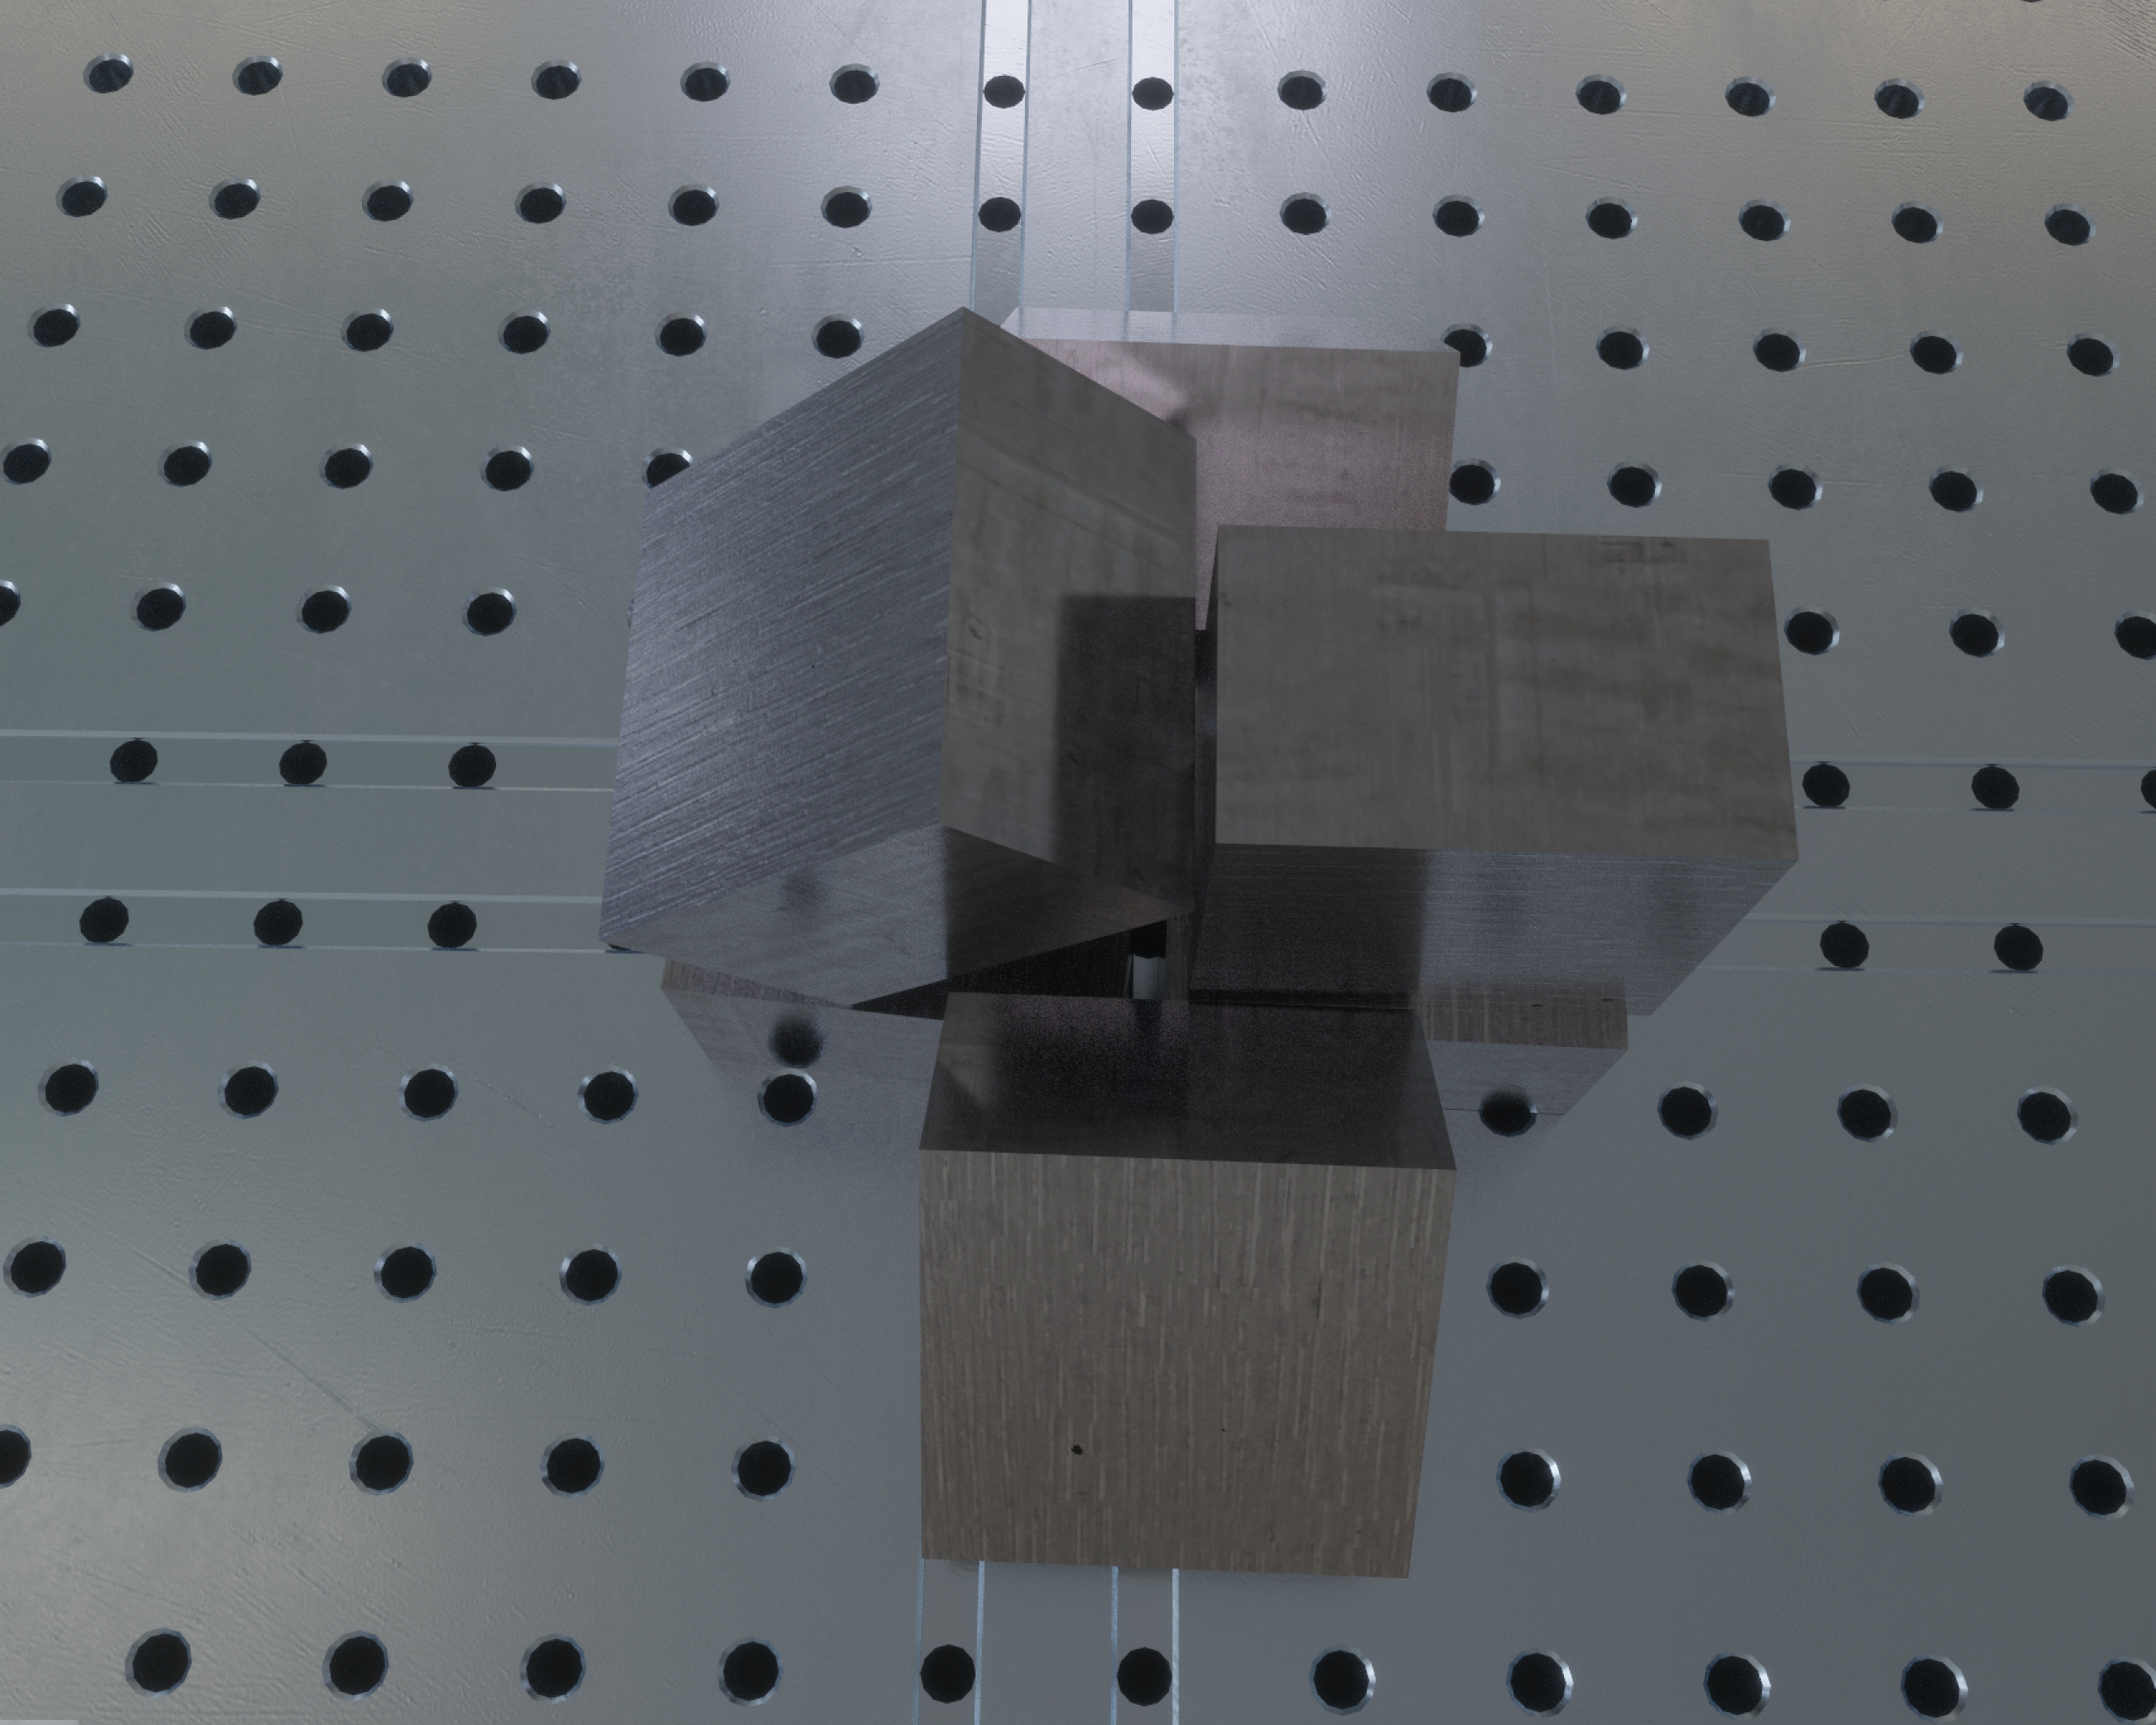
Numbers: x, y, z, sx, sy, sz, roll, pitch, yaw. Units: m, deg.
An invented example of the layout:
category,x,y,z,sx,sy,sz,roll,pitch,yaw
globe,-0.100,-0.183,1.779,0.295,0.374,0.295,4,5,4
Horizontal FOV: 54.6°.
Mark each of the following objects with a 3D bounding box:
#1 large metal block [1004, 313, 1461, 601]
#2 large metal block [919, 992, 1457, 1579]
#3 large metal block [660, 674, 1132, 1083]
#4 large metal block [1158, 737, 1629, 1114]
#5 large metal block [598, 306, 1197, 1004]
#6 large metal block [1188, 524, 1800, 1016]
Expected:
category,x,y,z,sx,sy,sz,roll,pitch,yaw
large metal block,0.026,-0.078,0.403,0.080,0.080,0.050,2,108,1
large metal block,0.016,0.070,0.351,0.080,0.050,0.079,2,115,1
large metal block,-0.028,-0.002,0.400,0.080,0.050,0.080,7,70,2
large metal block,0.057,0.001,0.398,0.080,0.050,0.080,3,70,1
large metal block,-0.028,-0.028,0.331,0.080,0.050,0.080,-17,63,42
large metal block,0.060,-0.011,0.334,0.080,0.080,0.050,2,70,0
